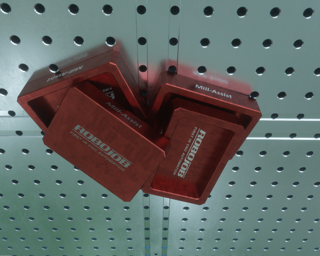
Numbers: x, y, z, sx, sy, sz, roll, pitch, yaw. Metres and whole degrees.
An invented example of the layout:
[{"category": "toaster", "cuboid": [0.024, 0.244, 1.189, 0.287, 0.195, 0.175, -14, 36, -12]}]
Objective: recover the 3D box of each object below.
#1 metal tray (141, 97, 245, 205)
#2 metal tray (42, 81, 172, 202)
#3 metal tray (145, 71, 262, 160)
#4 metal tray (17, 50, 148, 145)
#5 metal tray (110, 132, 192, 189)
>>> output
[{"category": "metal tray", "cuboid": [0.037, 0.034, 0.397, 0.091, 0.030, 0.129, 16, 117, -13]}, {"category": "metal tray", "cuboid": [-0.064, 0.017, 0.369, 0.130, 0.030, 0.090, 36, 116, -1]}, {"category": "metal tray", "cuboid": [0.050, -0.011, 0.397, 0.131, 0.030, 0.089, 15, 128, -12]}, {"category": "metal tray", "cuboid": [-0.092, -0.030, 0.381, 0.130, 0.030, 0.090, -17, 128, 14]}, {"category": "metal tray", "cuboid": [-0.019, 0.050, 0.450, 0.131, 0.030, 0.089, 20, 127, -17]}]
